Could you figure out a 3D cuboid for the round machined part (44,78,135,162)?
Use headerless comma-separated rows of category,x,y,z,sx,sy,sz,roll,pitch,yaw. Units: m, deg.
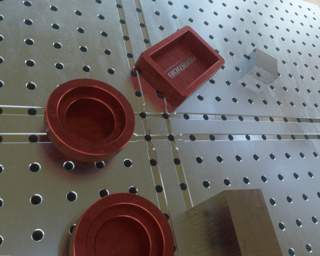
round machined part,-0.082,-0.006,0.356,0.099,0.042,0.098,14,56,-21

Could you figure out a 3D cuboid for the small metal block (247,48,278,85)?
small metal block,0.192,-0.116,0.582,0.050,0.025,0.050,24,53,-14

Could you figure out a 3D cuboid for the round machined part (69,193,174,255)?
round machined part,-0.039,0.117,0.305,0.099,0.042,0.098,14,56,-21

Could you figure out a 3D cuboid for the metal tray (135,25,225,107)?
metal tray,0.035,-0.100,0.484,0.090,0.030,0.131,45,51,3

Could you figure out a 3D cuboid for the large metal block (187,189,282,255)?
large metal block,0.079,0.119,0.342,0.050,0.080,0.080,3,60,-27
